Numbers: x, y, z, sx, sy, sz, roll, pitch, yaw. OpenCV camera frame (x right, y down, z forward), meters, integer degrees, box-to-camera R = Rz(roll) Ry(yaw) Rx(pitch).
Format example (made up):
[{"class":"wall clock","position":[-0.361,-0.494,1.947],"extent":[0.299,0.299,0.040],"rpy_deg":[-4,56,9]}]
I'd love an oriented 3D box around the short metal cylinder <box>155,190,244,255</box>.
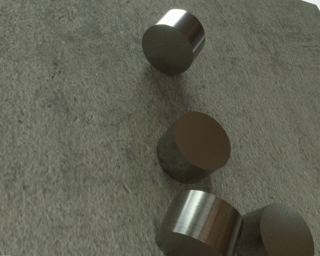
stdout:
[{"class":"short metal cylinder","position":[0.042,0.110,0.325],"extent":[0.080,0.080,0.050],"rpy_deg":[36,51,-5]}]

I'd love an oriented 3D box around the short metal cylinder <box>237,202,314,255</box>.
[{"class":"short metal cylinder","position":[0.139,0.138,0.381],"extent":[0.081,0.050,0.080],"rpy_deg":[14,56,-21]}]

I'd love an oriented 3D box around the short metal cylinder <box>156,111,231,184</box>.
[{"class":"short metal cylinder","position":[0.042,0.025,0.397],"extent":[0.081,0.050,0.080],"rpy_deg":[14,56,-21]}]

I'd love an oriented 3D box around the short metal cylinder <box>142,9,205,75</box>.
[{"class":"short metal cylinder","position":[0.021,-0.127,0.459],"extent":[0.080,0.080,0.050],"rpy_deg":[37,51,-4]}]
